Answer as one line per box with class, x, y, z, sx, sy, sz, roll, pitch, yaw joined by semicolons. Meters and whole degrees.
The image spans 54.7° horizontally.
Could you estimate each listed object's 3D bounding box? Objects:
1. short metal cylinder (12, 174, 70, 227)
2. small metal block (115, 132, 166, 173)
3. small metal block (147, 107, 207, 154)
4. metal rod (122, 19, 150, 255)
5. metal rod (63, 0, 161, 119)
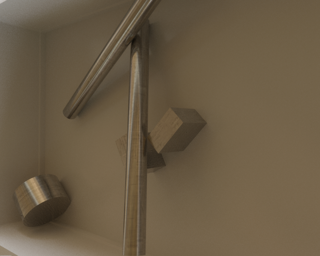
short metal cylinder;-0.205;0.125;0.536;0.050;0.081;0.080;50;119;28
small metal block;-0.025;0.034;0.409;0.025;0.050;0.050;-33;70;35
small metal block;0.021;0.003;0.372;0.025;0.050;0.050;52;120;27
metal rod;-0.027;-0.005;0.381;0.025;0.025;0.299;-15;66;38
metal rod;-0.072;-0.098;0.431;0.299;0.025;0.025;-41;65;42
